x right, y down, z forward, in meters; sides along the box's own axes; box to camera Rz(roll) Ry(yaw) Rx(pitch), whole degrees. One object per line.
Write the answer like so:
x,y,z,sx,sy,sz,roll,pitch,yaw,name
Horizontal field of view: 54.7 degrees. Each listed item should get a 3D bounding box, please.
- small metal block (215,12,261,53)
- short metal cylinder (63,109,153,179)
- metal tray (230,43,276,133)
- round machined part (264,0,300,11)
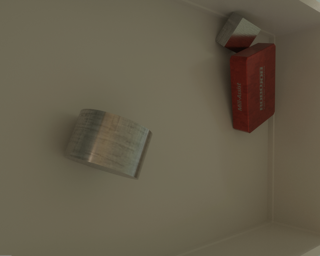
0.126,-0.150,0.498,0.050,0.025,0.050,11,120,-40,small metal block
-0.054,0.019,0.327,0.080,0.080,0.050,28,73,-37,short metal cylinder
0.158,-0.068,0.519,0.091,0.030,0.129,-31,123,-36,metal tray
0.227,-0.273,0.591,0.099,0.042,0.097,0,90,-40,round machined part
